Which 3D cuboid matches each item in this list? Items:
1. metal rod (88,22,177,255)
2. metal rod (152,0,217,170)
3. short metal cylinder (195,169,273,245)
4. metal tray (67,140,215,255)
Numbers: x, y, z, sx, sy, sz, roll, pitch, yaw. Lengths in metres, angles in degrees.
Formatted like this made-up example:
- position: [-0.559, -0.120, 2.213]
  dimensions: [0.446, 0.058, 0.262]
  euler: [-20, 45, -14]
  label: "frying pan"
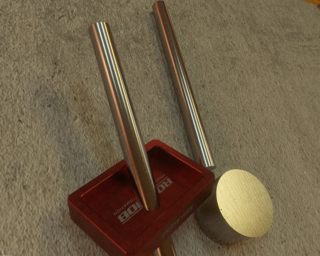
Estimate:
- position: [-0.026, 0.028, 0.331]
  dimensions: [0.025, 0.025, 0.299]
  euler: [-12, 81, -33]
  label: "metal rod"
- position: [0.030, -0.078, 0.469]
  dimensions: [0.025, 0.025, 0.299]
  euler: [1, 61, -28]
  label: "metal rod"
- position: [0.089, 0.097, 0.379]
  dimensions: [0.081, 0.050, 0.080]
  euler: [14, 56, -21]
  label: "short metal cylinder"
- position: [-0.016, 0.070, 0.324]
  dimensions: [0.090, 0.030, 0.131]
  euler: [30, 44, 30]
  label: "metal tray"
